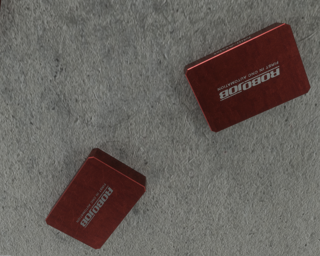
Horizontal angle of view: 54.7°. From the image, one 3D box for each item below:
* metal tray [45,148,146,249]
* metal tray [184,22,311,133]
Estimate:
[{"bbox_3d":[-0.091,0.103,0.444,0.090,0.030,0.129,33,107,-12],"label":"metal tray"},{"bbox_3d":[0.106,-0.061,0.385,0.130,0.030,0.090,-25,109,8],"label":"metal tray"}]
